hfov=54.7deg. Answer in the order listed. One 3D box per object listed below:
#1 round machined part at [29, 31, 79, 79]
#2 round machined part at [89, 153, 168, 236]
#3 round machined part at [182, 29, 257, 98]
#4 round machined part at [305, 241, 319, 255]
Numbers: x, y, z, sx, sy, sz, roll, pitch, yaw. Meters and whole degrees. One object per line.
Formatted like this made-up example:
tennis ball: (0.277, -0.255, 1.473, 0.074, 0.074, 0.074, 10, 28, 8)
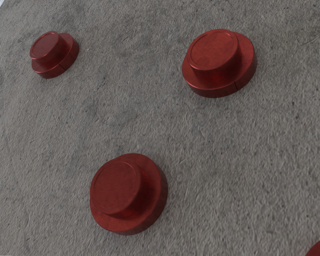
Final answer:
round machined part: (-0.208, -0.146, 0.592, 0.098, 0.042, 0.098, -13, 56, 21)
round machined part: (-0.044, 0.074, 0.371, 0.098, 0.042, 0.098, -13, 56, 21)
round machined part: (0.075, -0.092, 0.410, 0.098, 0.042, 0.098, -13, 56, 21)
round machined part: (0.157, 0.127, 0.232, 0.098, 0.042, 0.098, -13, 56, 21)
